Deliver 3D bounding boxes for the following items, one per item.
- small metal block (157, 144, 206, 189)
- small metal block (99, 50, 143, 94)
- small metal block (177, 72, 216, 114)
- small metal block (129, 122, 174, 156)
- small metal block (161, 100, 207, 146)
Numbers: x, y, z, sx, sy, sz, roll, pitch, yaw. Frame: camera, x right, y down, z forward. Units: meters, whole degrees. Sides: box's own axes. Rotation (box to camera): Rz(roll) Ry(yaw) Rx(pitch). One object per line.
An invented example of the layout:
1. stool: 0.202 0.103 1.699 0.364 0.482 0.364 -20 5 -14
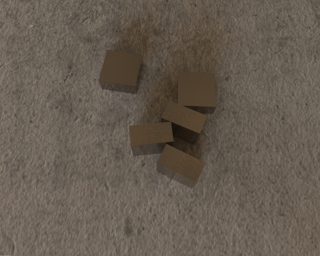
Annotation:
1. small metal block: 0.024 0.048 0.378 0.050 0.050 0.025 26 72 8
2. small metal block: -0.054 -0.079 0.436 0.050 0.025 0.050 9 70 3
3. small metal block: 0.049 -0.048 0.426 0.050 0.025 0.050 2 70 0
4. small metal block: -0.010 0.015 0.389 0.050 0.050 0.025 -6 71 -2
5. small metal block: 0.029 -0.005 0.397 0.050 0.050 0.025 23 72 7
